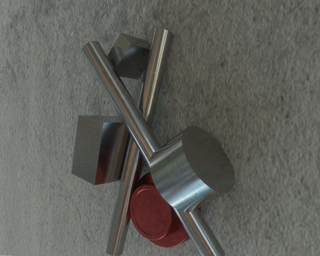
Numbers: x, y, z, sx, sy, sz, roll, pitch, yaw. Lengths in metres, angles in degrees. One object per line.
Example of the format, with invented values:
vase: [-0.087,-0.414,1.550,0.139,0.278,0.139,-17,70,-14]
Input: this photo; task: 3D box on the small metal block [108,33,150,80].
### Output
small metal block: [-0.041,-0.096,0.421,0.050,0.050,0.025,-52,60,27]

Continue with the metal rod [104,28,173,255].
metal rod: [-0.029,0.020,0.408,0.025,0.025,0.298,15,93,38]

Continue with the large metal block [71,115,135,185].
large metal block: [-0.068,0.027,0.424,0.050,0.081,0.079,15,100,39]

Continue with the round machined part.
round machined part: [0.000,0.103,0.395,0.098,0.042,0.097,0,90,39]

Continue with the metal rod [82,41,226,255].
metal rod: [-0.015,0.019,0.372,0.025,0.025,0.299,-39,75,33]

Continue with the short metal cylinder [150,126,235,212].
short metal cylinder: [0.036,0.045,0.340,0.050,0.081,0.080,-39,67,33]
